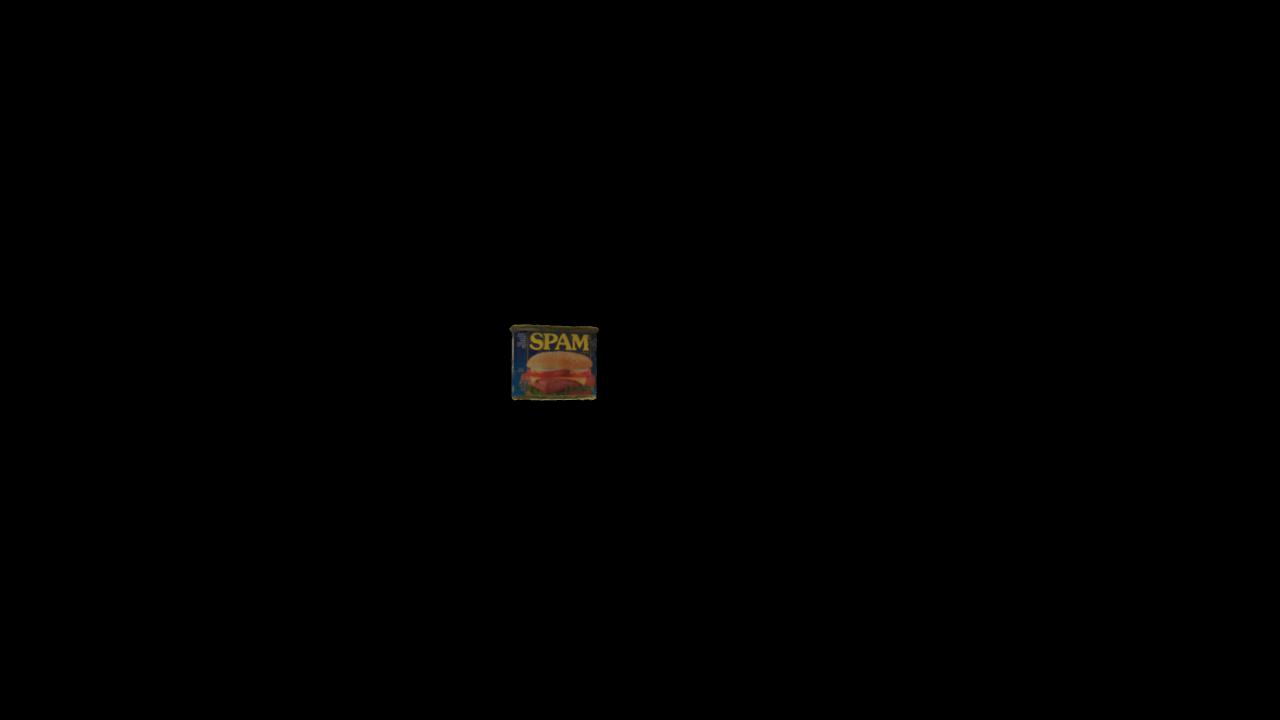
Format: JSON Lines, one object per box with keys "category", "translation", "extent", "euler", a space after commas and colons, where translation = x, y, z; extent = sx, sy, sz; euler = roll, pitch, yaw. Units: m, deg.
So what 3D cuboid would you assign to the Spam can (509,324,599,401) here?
{"category": "Spam can", "translation": [-0.100, 0.005, 0.716], "extent": [0.101, 0.085, 0.058], "euler": [1, -4, -16]}
